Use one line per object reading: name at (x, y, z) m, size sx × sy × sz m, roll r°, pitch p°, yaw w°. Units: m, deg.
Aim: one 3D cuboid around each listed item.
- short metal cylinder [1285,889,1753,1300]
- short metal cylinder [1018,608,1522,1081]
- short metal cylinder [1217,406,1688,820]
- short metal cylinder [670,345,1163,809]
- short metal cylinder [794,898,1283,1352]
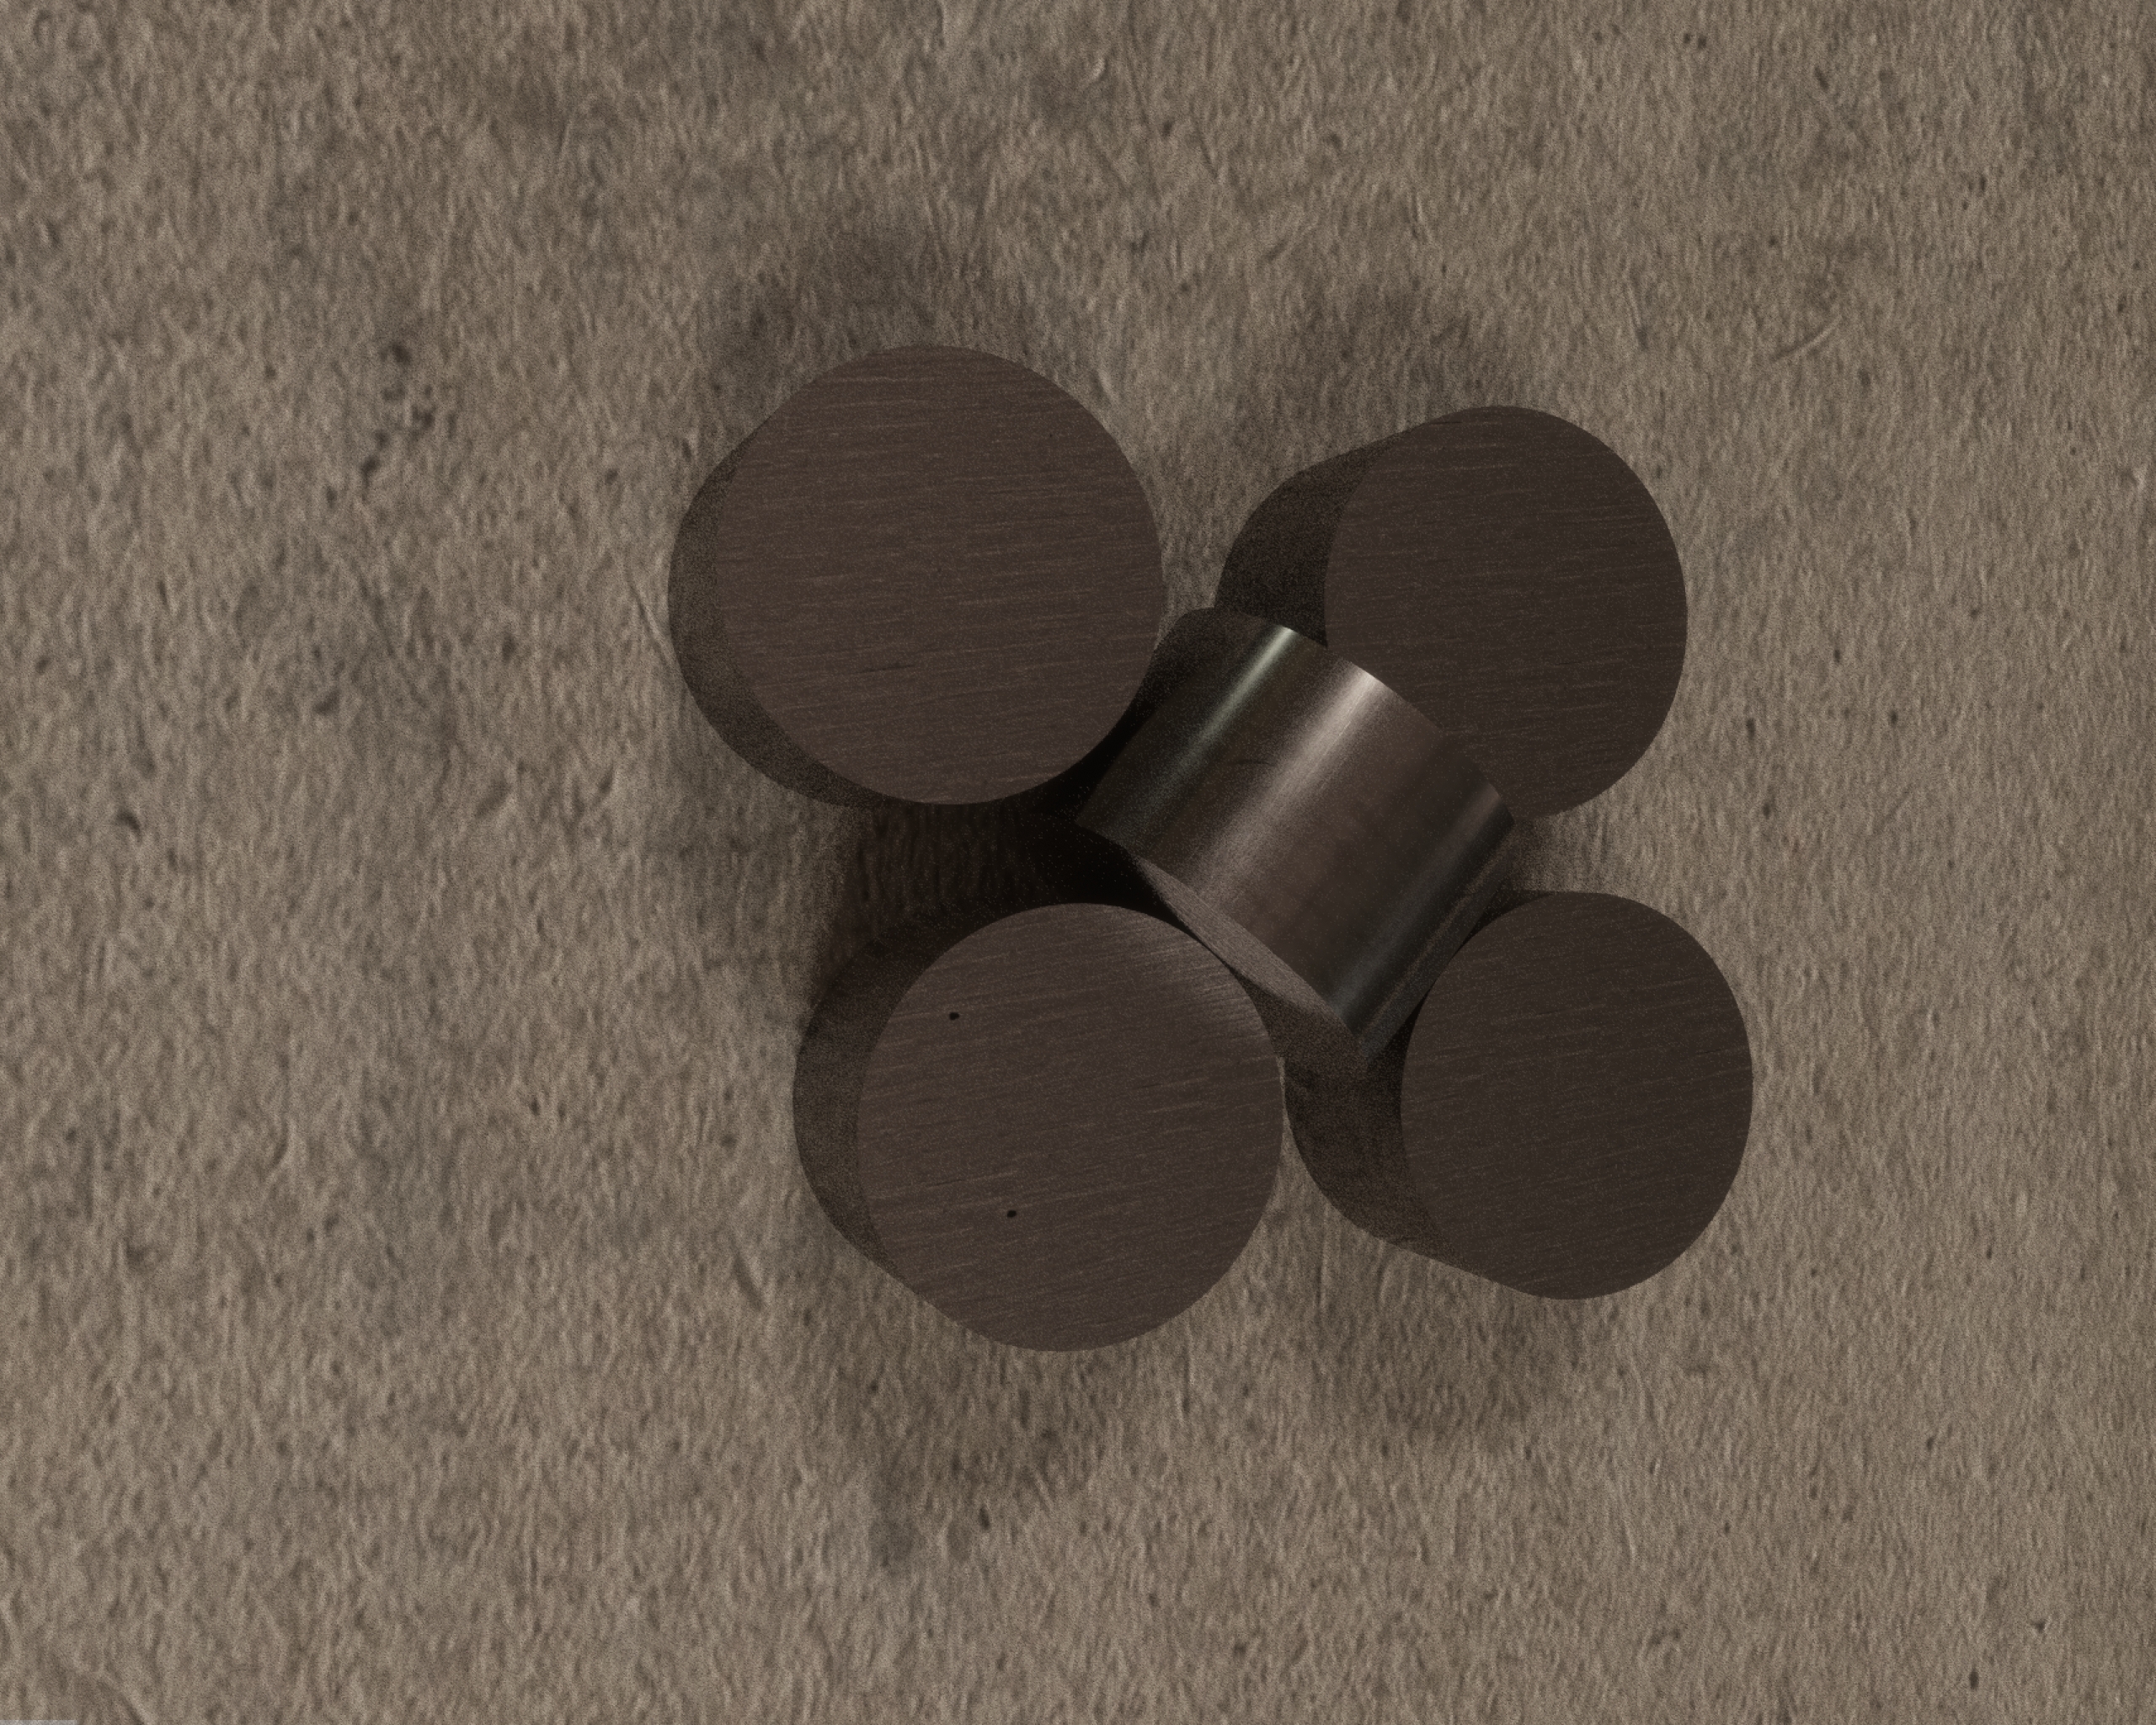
short metal cylinder at (0.090, 0.045, 0.431) m, size 0.081 × 0.050 × 0.079 m, roll 0°, pitch 90°, yaw -21°
short metal cylinder at (0.036, -0.003, 0.396) m, size 0.080 × 0.080 × 0.050 m, roll 41°, pitch 77°, yaw -16°
short metal cylinder at (0.075, -0.048, 0.424) m, size 0.081 × 0.050 × 0.079 m, roll 0°, pitch 90°, yaw -21°
short metal cylinder at (-0.031, -0.050, 0.385) m, size 0.081 × 0.050 × 0.079 m, roll 0°, pitch 90°, yaw -21°
short metal cylinder at (-0.009, 0.047, 0.394) m, size 0.081 × 0.050 × 0.079 m, roll 0°, pitch 90°, yaw -21°
